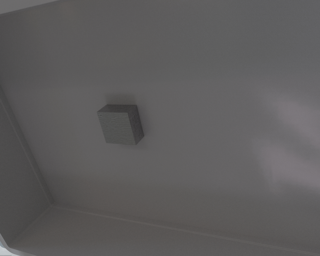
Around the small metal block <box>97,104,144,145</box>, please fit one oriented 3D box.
[{"bbox_3d":[-0.055,-0.005,0.435,0.050,0.025,0.050,3,120,27],"label":"small metal block"}]
